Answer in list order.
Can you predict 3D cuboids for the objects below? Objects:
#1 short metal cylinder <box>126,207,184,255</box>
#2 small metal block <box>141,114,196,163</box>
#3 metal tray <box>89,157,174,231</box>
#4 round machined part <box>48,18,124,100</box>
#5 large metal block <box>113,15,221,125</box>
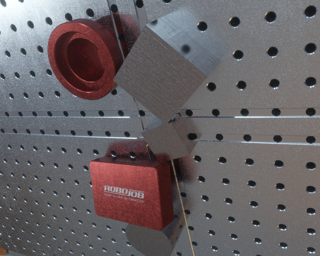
[{"bbox_3d":[-0.008,0.163,0.498,0.080,0.050,0.079,13,124,20],"label":"short metal cylinder"},{"bbox_3d":[0.011,0.015,0.413,0.050,0.025,0.050,-19,108,35],"label":"small metal block"},{"bbox_3d":[-0.044,0.092,0.459,0.130,0.030,0.089,1,99,35],"label":"metal tray"},{"bbox_3d":[-0.088,-0.088,0.390,0.098,0.042,0.097,13,124,20],"label":"round machined part"},{"bbox_3d":[0.007,-0.065,0.350,0.080,0.050,0.080,40,129,0],"label":"large metal block"}]
